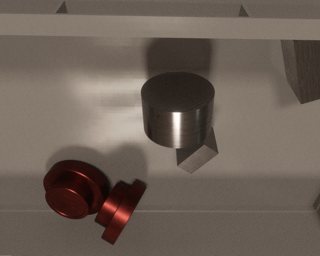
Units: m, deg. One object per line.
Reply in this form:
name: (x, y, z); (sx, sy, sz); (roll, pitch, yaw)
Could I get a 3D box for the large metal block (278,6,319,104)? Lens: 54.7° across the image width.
large metal block: (0.178, -0.081, 0.326); (0.080, 0.050, 0.080); (-17, 128, 13)

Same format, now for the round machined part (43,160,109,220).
round machined part: (-0.130, 0.099, 0.465); (0.098, 0.042, 0.097); (8, 126, 11)

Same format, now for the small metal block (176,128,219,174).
small metal block: (0.048, 0.025, 0.415); (0.025, 0.050, 0.050); (32, 123, -24)

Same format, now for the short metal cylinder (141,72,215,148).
short metal cylinder: (0.020, -0.022, 0.354); (0.081, 0.080, 0.050); (-1, 130, 1)

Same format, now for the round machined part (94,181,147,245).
round machined part: (-0.063, 0.121, 0.469); (0.042, 0.098, 0.097); (30, 127, 3)
